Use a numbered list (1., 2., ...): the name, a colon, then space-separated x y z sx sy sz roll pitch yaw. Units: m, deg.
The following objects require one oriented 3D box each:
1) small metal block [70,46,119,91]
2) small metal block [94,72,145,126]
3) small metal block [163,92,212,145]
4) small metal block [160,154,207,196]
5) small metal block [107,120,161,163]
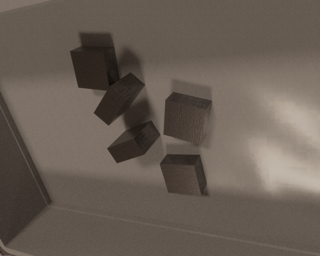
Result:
1. small metal block: -0.084 -0.078 0.403 0.050 0.025 0.050 8 122 23
2. small metal block: -0.051 -0.037 0.395 0.025 0.050 0.050 41 129 0
3. small metal block: 0.033 -0.012 0.383 0.050 0.025 0.050 15 125 19
4. small metal block: 0.033 0.064 0.430 0.050 0.025 0.050 -2 118 28
5. small metal block: -0.035 0.019 0.421 0.050 0.050 0.025 -20 108 35
